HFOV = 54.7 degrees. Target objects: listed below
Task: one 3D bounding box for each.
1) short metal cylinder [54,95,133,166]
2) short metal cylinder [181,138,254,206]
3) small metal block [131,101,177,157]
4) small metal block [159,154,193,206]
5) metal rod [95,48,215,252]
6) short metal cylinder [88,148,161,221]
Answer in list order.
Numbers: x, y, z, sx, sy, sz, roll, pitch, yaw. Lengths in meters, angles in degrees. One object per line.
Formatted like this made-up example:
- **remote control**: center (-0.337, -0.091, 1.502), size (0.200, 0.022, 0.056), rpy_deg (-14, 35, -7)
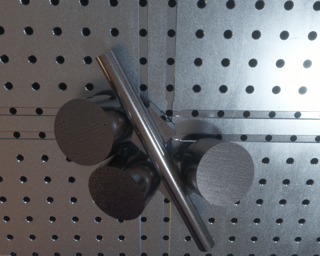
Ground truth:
- **short metal cylinder**: center (-0.081, 0.001, 0.381), size (0.080, 0.050, 0.079), rpy_deg (4, 102, 20)
- **short metal cylinder**: center (0.074, 0.055, 0.403), size (0.081, 0.050, 0.079), rpy_deg (-2, 95, -18)
- **small metal block**: center (-0.014, 0.001, 0.410), size (0.050, 0.025, 0.050), rpy_deg (-41, 105, 13)
- **small metal block**: center (0.023, 0.073, 0.437), size (0.050, 0.025, 0.050), rpy_deg (-38, 106, 13)
- **metal rod**: center (0.002, 0.041, 0.397), size (0.025, 0.025, 0.299), rpy_deg (-24, 108, 8)
- **short metal cylinder**: center (-0.046, 0.073, 0.408), size (0.080, 0.050, 0.079), rpy_deg (9, 116, 20)
